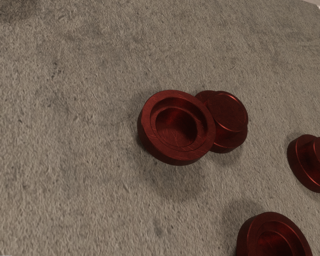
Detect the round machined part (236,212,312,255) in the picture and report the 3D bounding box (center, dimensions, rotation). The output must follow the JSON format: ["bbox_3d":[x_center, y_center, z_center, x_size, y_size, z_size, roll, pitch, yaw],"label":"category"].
[{"bbox_3d":[0.132,0.155,0.372,0.099,0.042,0.098,14,56,-21],"label":"round machined part"}]

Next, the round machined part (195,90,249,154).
[{"bbox_3d":[0.089,-0.015,0.452,0.099,0.042,0.098,14,56,-21],"label":"round machined part"}]

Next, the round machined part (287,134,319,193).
[{"bbox_3d":[0.261,0.053,0.504,0.099,0.042,0.098,14,56,-21],"label":"round machined part"}]

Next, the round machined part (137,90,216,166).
[{"bbox_3d":[0.018,0.003,0.397,0.099,0.042,0.098,9,61,-16],"label":"round machined part"}]
